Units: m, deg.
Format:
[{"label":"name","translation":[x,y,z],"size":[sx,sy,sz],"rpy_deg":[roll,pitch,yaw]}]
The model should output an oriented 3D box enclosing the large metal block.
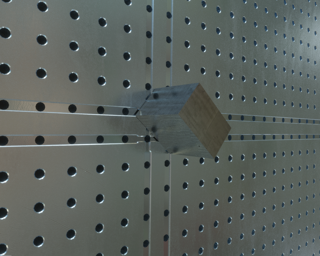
[{"label":"large metal block","translation":[0.030,-0.008,0.397],"size":[0.080,0.080,0.050],"rpy_deg":[49,61,-29]}]
